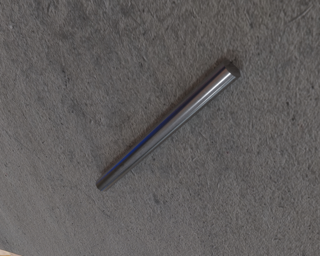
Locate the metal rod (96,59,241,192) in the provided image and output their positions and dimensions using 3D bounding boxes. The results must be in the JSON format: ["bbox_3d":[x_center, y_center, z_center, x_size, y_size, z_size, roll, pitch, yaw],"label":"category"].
[{"bbox_3d":[-0.009,0.015,0.422,0.025,0.025,0.299,45,129,-3],"label":"metal rod"}]
